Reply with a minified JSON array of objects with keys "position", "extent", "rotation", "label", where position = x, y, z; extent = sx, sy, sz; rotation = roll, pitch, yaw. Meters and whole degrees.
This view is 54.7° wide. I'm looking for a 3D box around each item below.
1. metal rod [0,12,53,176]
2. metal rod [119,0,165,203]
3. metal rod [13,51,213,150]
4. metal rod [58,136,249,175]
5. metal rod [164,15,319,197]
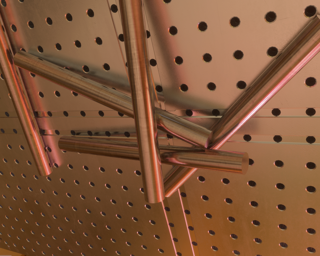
[{"position":[-0.225,-0.049,0.496],"extent":[0.025,0.025,0.298],"rotation":[8,122,24],"label":"metal rod"},{"position":[-0.022,-0.056,0.346],"extent":[0.025,0.025,0.298],"rotation":[1,107,27],"label":"metal rod"},{"position":[-0.074,-0.043,0.406],"extent":[0.301,0.025,0.025],"rotation":[24,127,18],"label":"metal rod"},{"position":[-0.031,0.032,0.425],"extent":[0.300,0.025,0.025],"rotation":[3,120,33],"label":"metal rod"},{"position":[0.079,0.000,0.368],"extent":[0.025,0.025,0.298],"rotation":[39,129,2],"label":"metal rod"}]
